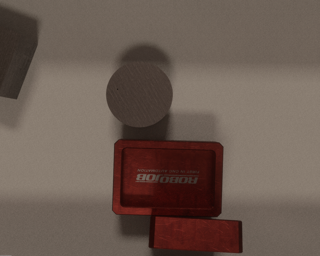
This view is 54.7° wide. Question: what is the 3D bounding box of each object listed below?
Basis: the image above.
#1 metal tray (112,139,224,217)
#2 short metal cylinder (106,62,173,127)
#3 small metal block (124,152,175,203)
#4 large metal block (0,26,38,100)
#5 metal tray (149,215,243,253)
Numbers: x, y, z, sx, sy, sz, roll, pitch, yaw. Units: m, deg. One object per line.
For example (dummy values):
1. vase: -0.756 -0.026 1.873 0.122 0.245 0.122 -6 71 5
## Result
1. metal tray: 0.009 0.060 0.384 0.131 0.030 0.089 2 90 -1
2. short metal cylinder: -0.025 -0.041 0.399 0.081 0.050 0.079 0 90 -1
3. small metal block: -0.013 0.064 0.411 0.050 0.025 0.050 40 90 -1
4. large metal block: -0.218 -0.090 0.396 0.080 0.050 0.080 21 90 -1
5. metal tray: 0.034 0.120 0.358 0.091 0.130 0.030 3 73 0
